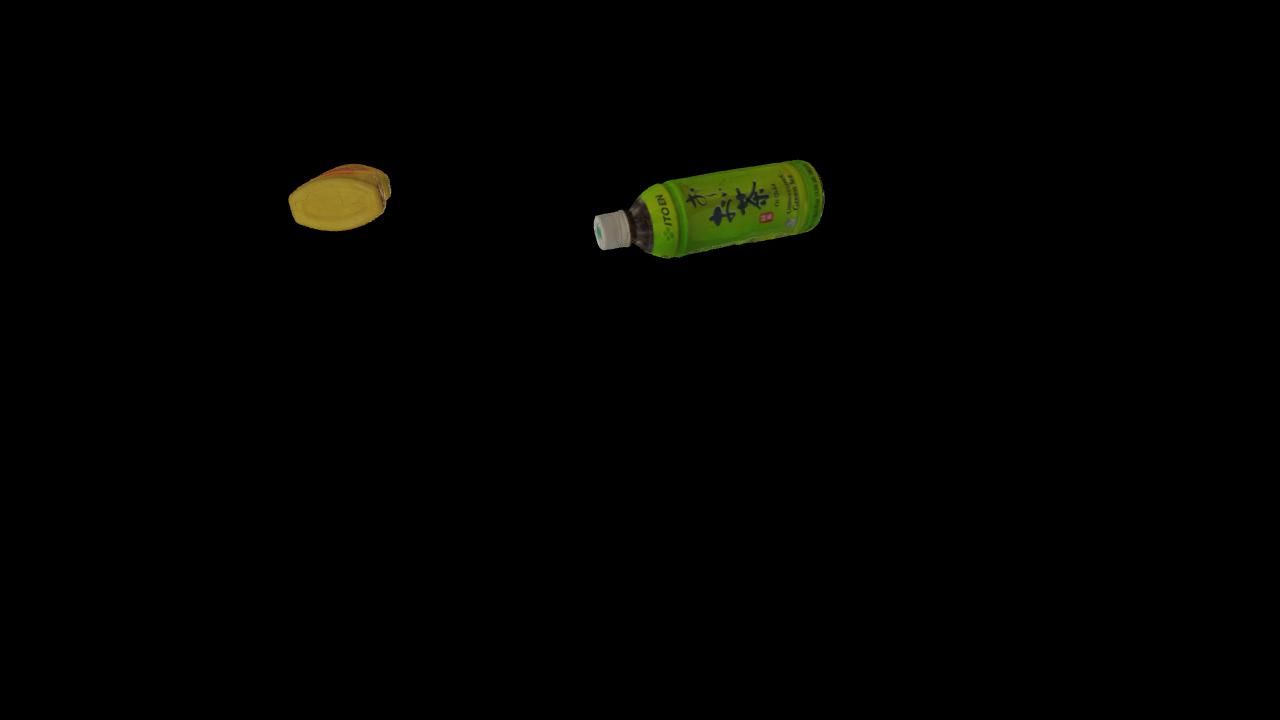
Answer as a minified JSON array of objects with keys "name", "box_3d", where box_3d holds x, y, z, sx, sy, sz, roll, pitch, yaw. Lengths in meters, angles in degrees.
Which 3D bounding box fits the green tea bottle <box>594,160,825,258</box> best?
[{"name":"green tea bottle","box_3d":[0.062,-0.135,0.565,0.212,0.073,0.073,-13,3,-14]}]

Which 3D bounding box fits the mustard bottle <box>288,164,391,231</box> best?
[{"name":"mustard bottle","box_3d":[-0.334,-0.193,0.706,0.092,0.054,0.184,-16,27,-10]}]
